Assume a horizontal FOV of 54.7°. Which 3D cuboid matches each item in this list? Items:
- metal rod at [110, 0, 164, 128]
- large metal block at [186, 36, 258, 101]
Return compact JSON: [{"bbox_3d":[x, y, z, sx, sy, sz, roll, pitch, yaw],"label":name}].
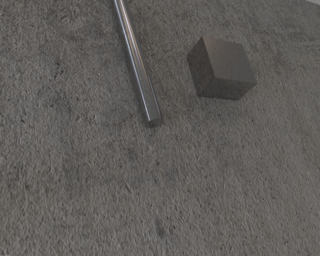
[{"bbox_3d":[-0.046,-0.138,0.462,0.025,0.025,0.299,-3,63,-29],"label":"metal rod"},{"bbox_3d":[0.098,-0.094,0.497,0.081,0.050,0.080,3,61,-27],"label":"large metal block"}]
